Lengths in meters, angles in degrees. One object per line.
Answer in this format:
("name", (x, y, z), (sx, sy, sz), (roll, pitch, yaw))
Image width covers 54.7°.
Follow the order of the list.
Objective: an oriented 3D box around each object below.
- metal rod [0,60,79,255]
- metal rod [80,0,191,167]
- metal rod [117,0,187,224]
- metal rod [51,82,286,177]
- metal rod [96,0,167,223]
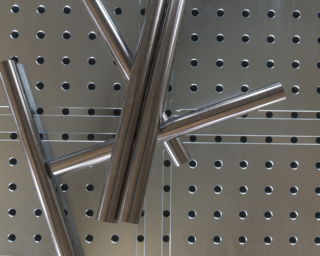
("metal rod", (-0.159, 0.057, 0.411), (0.025, 0.025, 0.298), (-18, 90, 0))
("metal rod", (-0.043, -0.084, 0.412), (0.025, 0.025, 0.299), (-30, 90, 0))
("metal rod", (-0.004, -0.039, 0.376), (0.025, 0.025, 0.299), (12, 75, -1))
("metal rod", (0.002, 0.005, 0.388), (0.301, 0.025, 0.025), (-19, 90, 9))
("metal rod", (-0.030, -0.038, 0.381), (0.025, 0.025, 0.299), (12, 77, -1))
